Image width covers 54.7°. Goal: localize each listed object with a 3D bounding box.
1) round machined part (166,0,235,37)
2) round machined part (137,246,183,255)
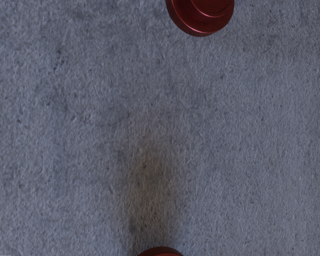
[{"bbox_3d":[0.061,-0.179,0.423,0.099,0.042,0.097,0,90,-21],"label":"round machined part"},{"bbox_3d":[-0.004,0.202,0.400,0.099,0.042,0.097,0,90,-21],"label":"round machined part"}]
